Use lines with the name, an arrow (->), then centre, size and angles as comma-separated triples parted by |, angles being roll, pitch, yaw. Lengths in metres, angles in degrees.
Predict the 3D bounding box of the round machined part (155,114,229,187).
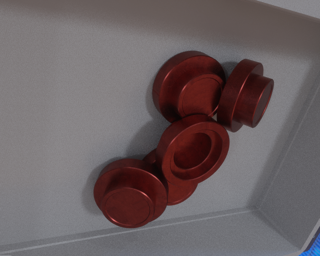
round machined part -> 0.038, 0.025, 0.406 | 0.099, 0.042, 0.097 | -14, 125, -21

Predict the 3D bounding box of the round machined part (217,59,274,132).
round machined part -> 0.117, -0.039, 0.410 | 0.099, 0.042, 0.097 | -43, 146, -38

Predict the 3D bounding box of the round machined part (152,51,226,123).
round machined part -> 0.043, -0.044, 0.393 | 0.099, 0.042, 0.097 | -14, 125, -21

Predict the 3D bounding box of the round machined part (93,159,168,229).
round machined part -> -0.039, 0.092, 0.405 | 0.099, 0.042, 0.097 | 2, 118, 4

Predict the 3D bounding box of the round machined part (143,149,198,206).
round machined part -> 0.017, 0.074, 0.453 | 0.099, 0.042, 0.097 | -14, 125, -21
